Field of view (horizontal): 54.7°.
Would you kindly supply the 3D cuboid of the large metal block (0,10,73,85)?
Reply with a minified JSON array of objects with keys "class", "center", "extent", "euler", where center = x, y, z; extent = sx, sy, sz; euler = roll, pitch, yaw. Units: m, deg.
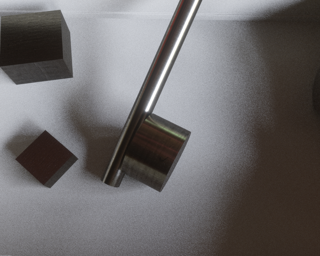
[{"class":"large metal block","center":[-0.171,-0.113,0.435],"extent":[0.081,0.050,0.080],"euler":[-8,70,-3]}]

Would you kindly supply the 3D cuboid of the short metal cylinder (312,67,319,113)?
[{"class":"short metal cylinder","center":[0.243,-0.055,0.403],"extent":[0.050,0.080,0.080],"euler":[9,70,3]}]

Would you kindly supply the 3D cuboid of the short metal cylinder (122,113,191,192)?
[{"class":"short metal cylinder","center":[-0.003,0.029,0.370],"extent":[0.050,0.080,0.080],"euler":[27,72,9]}]

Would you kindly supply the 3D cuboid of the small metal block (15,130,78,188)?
[{"class":"small metal block","center":[-0.143,0.040,0.393],"extent":[0.050,0.025,0.050],"euler":[38,74,12]}]

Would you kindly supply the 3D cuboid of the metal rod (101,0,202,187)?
[{"class":"metal rod","center":[-0.001,-0.068,0.378],"extent":[0.025,0.025,0.299],"euler":[25,93,8]}]
